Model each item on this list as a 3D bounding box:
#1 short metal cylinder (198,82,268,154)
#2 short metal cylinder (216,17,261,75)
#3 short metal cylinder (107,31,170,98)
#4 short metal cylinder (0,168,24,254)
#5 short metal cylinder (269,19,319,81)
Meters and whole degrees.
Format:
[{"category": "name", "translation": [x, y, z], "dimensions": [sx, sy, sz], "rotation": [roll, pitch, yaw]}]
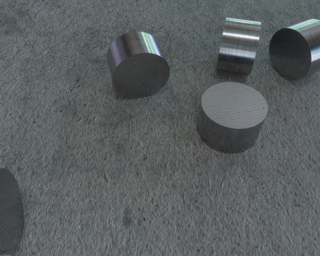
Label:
[{"category": "short metal cylinder", "translation": [0.091, -0.014, 0.399], "dimensions": [0.080, 0.050, 0.080], "rotation": [0, 50, 0]}, {"category": "short metal cylinder", "translation": [0.119, -0.124, 0.472], "dimensions": [0.050, 0.080, 0.080], "rotation": [11, 51, 9]}, {"category": "short metal cylinder", "translation": [-0.032, -0.089, 0.442], "dimensions": [0.081, 0.080, 0.050], "rotation": [-12, 51, -10]}, {"category": "short metal cylinder", "translation": [-0.170, 0.083, 0.297], "dimensions": [0.050, 0.080, 0.080], "rotation": [-10, 51, -8]}, {"category": "short metal cylinder", "translation": [0.213, -0.117, 0.467], "dimensions": [0.050, 0.080, 0.080], "rotation": [-23, 54, -18]}]
